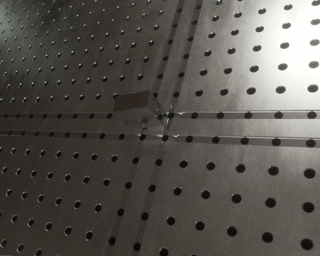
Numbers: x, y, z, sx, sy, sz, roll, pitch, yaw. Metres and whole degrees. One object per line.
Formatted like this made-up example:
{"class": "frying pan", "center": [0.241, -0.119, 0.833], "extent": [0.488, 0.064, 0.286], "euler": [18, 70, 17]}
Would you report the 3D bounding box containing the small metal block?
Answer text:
{"class": "small metal block", "center": [-0.027, -0.023, 0.419], "extent": [0.050, 0.050, 0.025], "euler": [-7, 59, 24]}
